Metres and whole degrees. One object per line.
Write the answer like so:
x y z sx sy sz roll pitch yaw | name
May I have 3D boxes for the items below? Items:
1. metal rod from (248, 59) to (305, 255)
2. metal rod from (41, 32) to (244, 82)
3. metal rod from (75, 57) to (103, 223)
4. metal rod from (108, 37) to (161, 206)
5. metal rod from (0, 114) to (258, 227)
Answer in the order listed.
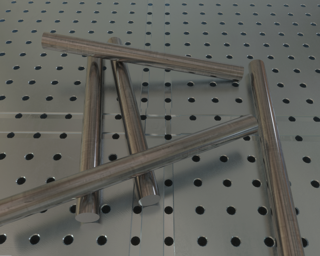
0.141 0.015 0.396 0.025 0.025 0.300 4 50 3 | metal rod
-0.023 -0.107 0.470 0.302 0.025 0.025 9 50 -4 | metal rod
-0.092 -0.020 0.422 0.025 0.025 0.300 -4 50 -4 | metal rod
-0.044 -0.032 0.434 0.025 0.025 0.300 -10 51 -8 | metal rod
-0.026 0.040 0.339 0.302 0.025 0.025 -18 53 -16 | metal rod
